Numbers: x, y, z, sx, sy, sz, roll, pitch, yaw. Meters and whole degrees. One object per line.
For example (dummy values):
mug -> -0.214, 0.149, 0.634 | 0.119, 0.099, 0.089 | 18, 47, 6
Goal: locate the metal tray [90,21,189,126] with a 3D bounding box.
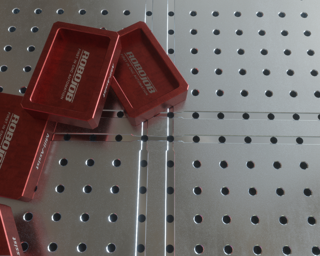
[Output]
metal tray -> -0.031, -0.080, 0.437 | 0.090, 0.030, 0.130 | -29, 73, -10

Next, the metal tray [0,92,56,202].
metal tray -> -0.195, 0.022, 0.400 | 0.090, 0.030, 0.130 | 10, 70, 3

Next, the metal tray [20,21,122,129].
metal tray -> -0.110, -0.070, 0.401 | 0.090, 0.030, 0.130 | 12, 70, 4

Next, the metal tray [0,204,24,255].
metal tray -> -0.189, 0.155, 0.319 | 0.090, 0.030, 0.130 | -23, 72, -8

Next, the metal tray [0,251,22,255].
metal tray -> -0.182, 0.213, 0.330 | 0.090, 0.030, 0.130 | -22, 72, -8
